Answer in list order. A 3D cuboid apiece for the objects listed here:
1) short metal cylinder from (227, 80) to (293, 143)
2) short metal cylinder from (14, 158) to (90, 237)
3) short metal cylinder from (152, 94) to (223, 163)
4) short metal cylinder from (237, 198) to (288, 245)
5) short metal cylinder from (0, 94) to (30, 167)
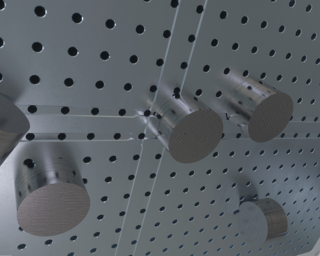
[{"bbox_3d":[0.148,-0.025,0.460,0.081,0.050,0.079,-14,124,-21],"label":"short metal cylinder"},{"bbox_3d":[-0.131,0.083,0.375,0.081,0.050,0.079,-14,124,-21],"label":"short metal cylinder"},{"bbox_3d":[0.037,0.000,0.415,0.081,0.050,0.079,-14,124,-21],"label":"short metal cylinder"},{"bbox_3d":[0.193,0.177,0.591,0.050,0.080,0.079,-2,119,-28],"label":"short metal cylinder"},{"bbox_3d":[-0.170,-0.002,0.281,0.080,0.080,0.050,34,99,-39],"label":"short metal cylinder"}]
